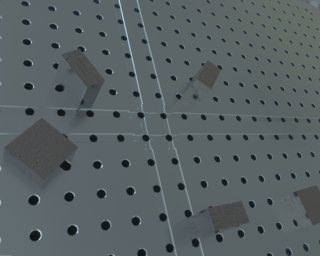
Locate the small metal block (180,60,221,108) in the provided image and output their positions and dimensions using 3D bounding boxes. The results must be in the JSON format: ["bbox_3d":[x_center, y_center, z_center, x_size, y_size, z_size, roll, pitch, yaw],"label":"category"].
[{"bbox_3d":[0.061,-0.066,0.468,0.025,0.050,0.050,35,51,-6],"label":"small metal block"}]

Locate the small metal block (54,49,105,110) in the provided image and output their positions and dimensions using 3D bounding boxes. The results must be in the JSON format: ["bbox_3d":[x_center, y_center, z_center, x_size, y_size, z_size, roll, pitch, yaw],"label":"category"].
[{"bbox_3d":[-0.099,-0.058,0.375,0.025,0.050,0.050,-33,81,-38],"label":"small metal block"}]

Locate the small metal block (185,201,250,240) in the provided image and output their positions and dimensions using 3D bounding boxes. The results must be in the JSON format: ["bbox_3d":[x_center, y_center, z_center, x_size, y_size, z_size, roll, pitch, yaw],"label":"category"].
[{"bbox_3d":[0.066,0.109,0.363,0.050,0.050,0.025,-2,63,-30],"label":"small metal block"}]

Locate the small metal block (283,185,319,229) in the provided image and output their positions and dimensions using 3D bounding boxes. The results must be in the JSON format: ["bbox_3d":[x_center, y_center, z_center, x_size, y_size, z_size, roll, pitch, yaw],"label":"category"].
[{"bbox_3d":[0.219,0.116,0.458,0.050,0.025,0.050,-5,64,-31],"label":"small metal block"}]

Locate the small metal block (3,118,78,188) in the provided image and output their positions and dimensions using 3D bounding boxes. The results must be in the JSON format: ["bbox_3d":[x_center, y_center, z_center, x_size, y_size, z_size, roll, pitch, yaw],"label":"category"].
[{"bbox_3d":[-0.125,0.026,0.326,0.050,0.025,0.050,40,51,-2],"label":"small metal block"}]
